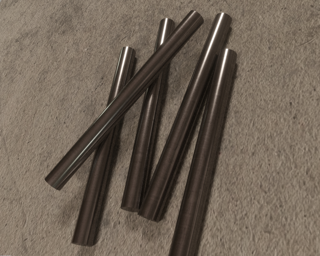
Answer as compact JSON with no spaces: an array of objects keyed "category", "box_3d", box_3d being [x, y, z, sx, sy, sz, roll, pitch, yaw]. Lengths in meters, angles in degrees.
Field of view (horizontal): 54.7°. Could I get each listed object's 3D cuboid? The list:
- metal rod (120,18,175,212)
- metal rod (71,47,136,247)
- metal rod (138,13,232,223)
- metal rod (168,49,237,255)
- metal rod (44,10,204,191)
[{"category":"metal rod","box_3d":[-0.011,-0.036,0.430,0.025,0.025,0.299,-4,60,26]},{"category":"metal rod","box_3d":[-0.072,0.007,0.435,0.025,0.025,0.299,-5,59,25]},{"category":"metal rod","box_3d":[0.040,-0.029,0.399,0.025,0.025,0.300,9,66,32]},{"category":"metal rod","box_3d":[0.051,0.034,0.355,0.025,0.025,0.300,3,63,29]},{"category":"metal rod","box_3d":[-0.043,-0.042,0.417,0.025,0.025,0.300,33,80,38]}]
